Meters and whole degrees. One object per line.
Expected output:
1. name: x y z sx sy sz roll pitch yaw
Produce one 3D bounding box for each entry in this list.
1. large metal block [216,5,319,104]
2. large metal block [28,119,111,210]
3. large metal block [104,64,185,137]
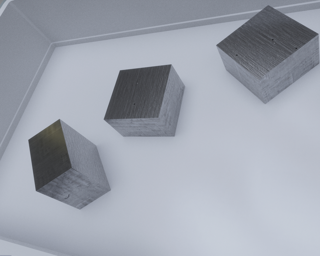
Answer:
1. large metal block: 0.130 -0.090 0.376 0.080 0.050 0.080 -38 51 2
2. large metal block: -0.116 0.048 0.400 0.050 0.080 0.080 -33 52 7
3. large metal block: -0.019 -0.035 0.420 0.080 0.050 0.080 -1 61 27
